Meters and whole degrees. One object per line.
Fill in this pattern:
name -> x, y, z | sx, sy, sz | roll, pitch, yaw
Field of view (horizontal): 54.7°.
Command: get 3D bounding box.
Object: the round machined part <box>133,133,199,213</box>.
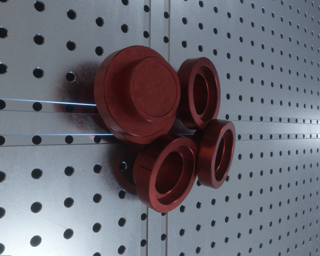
round machined part -> 0.004, 0.053, 0.392 | 0.099, 0.042, 0.097 | -23, 121, -44

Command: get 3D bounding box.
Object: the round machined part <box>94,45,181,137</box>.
round machined part -> -0.016, -0.039, 0.331 | 0.099, 0.042, 0.097 | 0, 90, -40

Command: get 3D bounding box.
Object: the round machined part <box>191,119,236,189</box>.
round machined part -> 0.073, 0.034, 0.446 | 0.099, 0.042, 0.097 | -32, 127, -54

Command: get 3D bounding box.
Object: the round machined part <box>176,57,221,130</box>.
round machined part -> 0.045, -0.046, 0.426 | 0.099, 0.042, 0.097 | -3, 94, -56

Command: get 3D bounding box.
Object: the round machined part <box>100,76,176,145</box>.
round machined part -> -0.029, -0.029, 0.374 | 0.099, 0.042, 0.097 | 0, 90, -40
